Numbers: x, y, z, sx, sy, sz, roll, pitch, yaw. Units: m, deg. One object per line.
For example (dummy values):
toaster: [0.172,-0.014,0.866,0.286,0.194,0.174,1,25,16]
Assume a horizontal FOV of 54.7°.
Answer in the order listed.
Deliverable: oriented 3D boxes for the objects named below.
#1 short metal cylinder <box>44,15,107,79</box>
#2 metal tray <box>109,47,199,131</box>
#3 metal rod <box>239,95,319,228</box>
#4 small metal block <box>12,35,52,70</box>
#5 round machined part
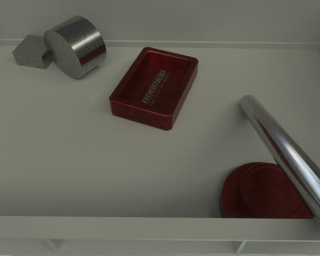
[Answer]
short metal cylinder: [-0.128,-0.122,0.470,0.080,0.080,0.050,31,57,23]
metal tray: [-0.005,-0.063,0.454,0.090,0.030,0.130,16,52,13]
metal rod: [0.118,0.018,0.299,0.025,0.025,0.300,3,21,2]
small metal block: [-0.202,-0.125,0.507,0.050,0.025,0.050,11,51,8]
round machined part: [0.116,0.077,0.331,0.099,0.042,0.098,0,50,0]
